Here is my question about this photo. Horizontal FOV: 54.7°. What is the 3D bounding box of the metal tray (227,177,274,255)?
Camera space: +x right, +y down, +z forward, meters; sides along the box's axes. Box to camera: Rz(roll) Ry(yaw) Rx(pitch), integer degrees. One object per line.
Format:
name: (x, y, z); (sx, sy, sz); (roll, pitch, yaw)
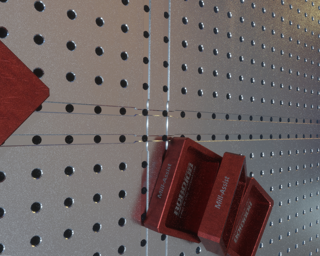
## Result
metal tray: (0.143, 0.159, 0.529); (0.090, 0.030, 0.130); (45, 63, -31)

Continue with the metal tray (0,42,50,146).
metal tray: (-0.173, -0.017, 0.262); (0.090, 0.030, 0.130); (50, 60, -29)

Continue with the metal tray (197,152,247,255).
metal tray: (0.097, 0.112, 0.458); (0.130, 0.030, 0.090); (-65, 152, -27)

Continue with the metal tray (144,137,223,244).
metal tray: (0.038, 0.088, 0.439); (0.090, 0.030, 0.130); (30, 72, -36)
